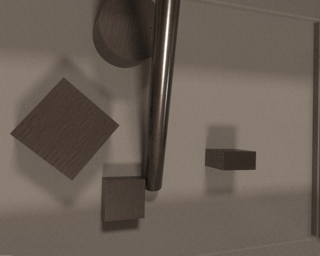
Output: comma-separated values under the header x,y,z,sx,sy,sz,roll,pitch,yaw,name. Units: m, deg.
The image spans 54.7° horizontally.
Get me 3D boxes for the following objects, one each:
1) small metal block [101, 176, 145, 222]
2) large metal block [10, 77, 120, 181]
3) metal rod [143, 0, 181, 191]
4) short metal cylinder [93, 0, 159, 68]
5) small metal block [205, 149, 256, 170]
x,y,z,sx,sy,sz,roll,pitch,yaw,name
-0.047,0.089,0.394,0.050,0.025,0.050,1,90,-21,small metal block
-0.108,0.001,0.358,0.080,0.050,0.080,42,77,-16,large metal block
0.002,-0.058,0.347,0.025,0.025,0.298,-5,117,-20,metal rod
-0.039,-0.118,0.383,0.081,0.050,0.079,0,90,-21,short metal cylinder
0.098,0.043,0.435,0.050,0.050,0.025,2,90,-20,small metal block
